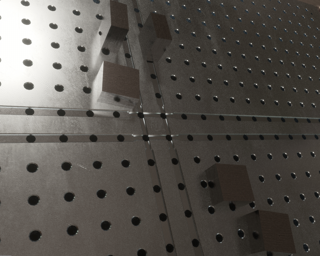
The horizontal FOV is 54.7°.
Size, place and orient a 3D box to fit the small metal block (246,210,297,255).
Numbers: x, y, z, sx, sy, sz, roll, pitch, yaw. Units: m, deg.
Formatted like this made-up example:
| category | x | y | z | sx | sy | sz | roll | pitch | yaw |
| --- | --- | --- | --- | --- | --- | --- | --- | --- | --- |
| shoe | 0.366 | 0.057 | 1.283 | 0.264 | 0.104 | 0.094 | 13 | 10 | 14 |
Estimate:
| category | x | y | z | sx | sy | sz | roll | pitch | yaw |
| --- | --- | --- | --- | --- | --- | --- | --- | --- | --- |
| small metal block | 0.144 | 0.138 | 0.404 | 0.050 | 0.025 | 0.050 | 14 | 56 | -21 |

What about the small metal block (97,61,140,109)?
| category | x | y | z | sx | sy | sz | roll | pitch | yaw |
| --- | --- | --- | --- | --- | --- | --- | --- | --- | --- |
| small metal block | -0.055 | -0.057 | 0.414 | 0.050 | 0.025 | 0.050 | 11 | 57 | -23 |

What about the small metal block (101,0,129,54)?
| category | x | y | z | sx | sy | sz | roll | pitch | yaw |
| --- | --- | --- | --- | --- | --- | --- | --- | --- | --- |
| small metal block | -0.067 | -0.145 | 0.446 | 0.025 | 0.050 | 0.050 | 7 | 59 | -25 |

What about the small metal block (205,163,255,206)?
| category | x | y | z | sx | sy | sz | roll | pitch | yaw |
| --- | --- | --- | --- | --- | --- | --- | --- | --- | --- |
| small metal block | 0.093 | 0.076 | 0.414 | 0.050 | 0.025 | 0.050 | 7 | 59 | -25 |

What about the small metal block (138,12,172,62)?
| category | x | y | z | sx | sy | sz | roll | pitch | yaw |
| --- | --- | --- | --- | --- | --- | --- | --- | --- | --- |
| small metal block | -0.009 | -0.138 | 0.473 | 0.025 | 0.050 | 0.050 | 2 | 61 | -28 |
